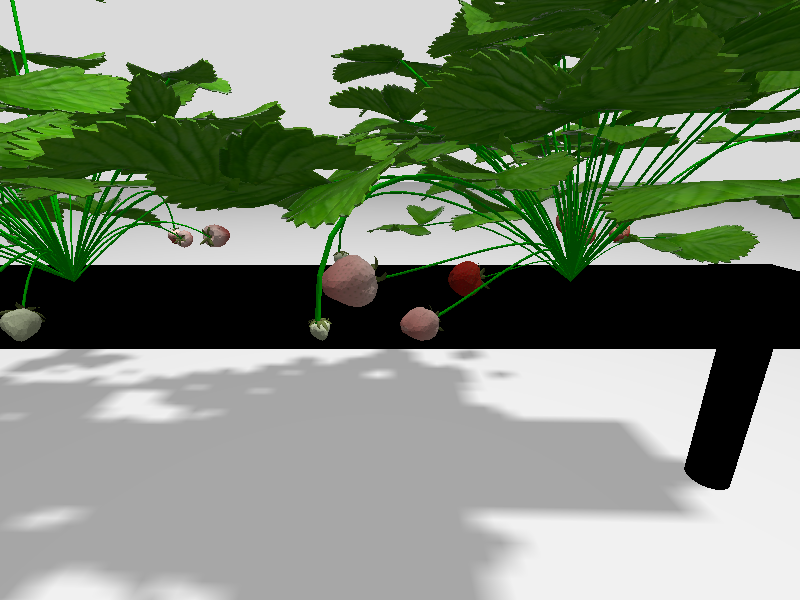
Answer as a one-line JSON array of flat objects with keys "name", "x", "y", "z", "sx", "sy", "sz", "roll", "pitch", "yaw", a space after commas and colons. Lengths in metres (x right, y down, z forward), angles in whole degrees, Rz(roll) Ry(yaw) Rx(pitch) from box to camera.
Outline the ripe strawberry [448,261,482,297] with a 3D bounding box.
[{"name": "ripe strawberry", "x": 0.050, "y": -0.016, "z": 0.315, "sx": 0.026, "sy": 0.028, "sz": 0.024, "roll": -8, "pitch": 20, "yaw": -22}]

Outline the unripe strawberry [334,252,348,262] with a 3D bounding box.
[{"name": "unripe strawberry", "x": -0.057, "y": -0.039, "z": 0.390, "sx": 0.015, "sy": 0.015, "sz": 0.014, "roll": 3, "pitch": 18, "yaw": 8}]

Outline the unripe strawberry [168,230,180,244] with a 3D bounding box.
[{"name": "unripe strawberry", "x": -0.309, "y": -0.087, "z": 0.551, "sx": 0.018, "sy": 0.019, "sz": 0.018, "roll": -1, "pitch": 18, "yaw": -4}]

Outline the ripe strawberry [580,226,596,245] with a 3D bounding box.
[{"name": "ripe strawberry", "x": 0.242, "y": -0.085, "z": 0.527, "sx": 0.029, "sy": 0.025, "sz": 0.029, "roll": 9, "pitch": 19, "yaw": 25}]

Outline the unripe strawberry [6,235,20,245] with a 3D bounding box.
[{"name": "unripe strawberry", "x": -0.485, "y": -0.076, "z": 0.503, "sx": 0.012, "sy": 0.012, "sz": 0.013, "roll": 14, "pitch": 23, "yaw": 36}]

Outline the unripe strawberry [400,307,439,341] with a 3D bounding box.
[{"name": "unripe strawberry", "x": 0.011, "y": 0.015, "z": 0.232, "sx": 0.020, "sy": 0.020, "sz": 0.023, "roll": -17, "pitch": 25, "yaw": -40}]

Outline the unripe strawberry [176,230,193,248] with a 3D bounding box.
[{"name": "unripe strawberry", "x": -0.275, "y": -0.078, "z": 0.513, "sx": 0.019, "sy": 0.022, "sz": 0.021, "roll": 2, "pitch": 4, "yaw": 7}]

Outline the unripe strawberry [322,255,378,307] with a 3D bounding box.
[{"name": "unripe strawberry", "x": -0.038, "y": -0.013, "z": 0.288, "sx": 0.038, "sy": 0.038, "sz": 0.042, "roll": -7, "pitch": 19, "yaw": -20}]

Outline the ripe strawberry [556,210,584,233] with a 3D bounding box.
[{"name": "ripe strawberry", "x": 0.259, "y": -0.118, "z": 0.612, "sx": 0.040, "sy": 0.042, "sz": 0.043, "roll": 7, "pitch": -5, "yaw": 20}]

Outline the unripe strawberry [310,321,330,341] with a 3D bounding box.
[{"name": "unripe strawberry", "x": -0.039, "y": 0.015, "z": 0.196, "sx": 0.010, "sy": 0.010, "sz": 0.011, "roll": -15, "pitch": 23, "yaw": -39}]

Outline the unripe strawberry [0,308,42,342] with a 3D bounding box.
[{"name": "unripe strawberry", "x": -0.223, "y": 0.016, "z": 0.236, "sx": 0.018, "sy": 0.020, "sz": 0.019, "roll": -10, "pitch": -40, "yaw": -27}]

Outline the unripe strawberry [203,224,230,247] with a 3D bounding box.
[{"name": "unripe strawberry", "x": -0.234, "y": -0.082, "z": 0.514, "sx": 0.032, "sy": 0.029, "sz": 0.029, "roll": 7, "pitch": 19, "yaw": 19}]

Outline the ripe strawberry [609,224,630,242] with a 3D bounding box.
[{"name": "ripe strawberry", "x": 0.298, "y": -0.091, "z": 0.543, "sx": 0.025, "sy": 0.029, "sz": 0.027, "roll": 13, "pitch": -19, "yaw": 34}]
